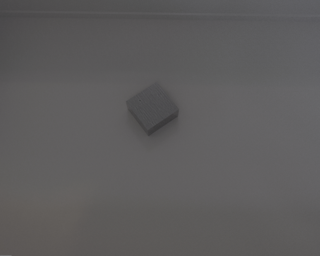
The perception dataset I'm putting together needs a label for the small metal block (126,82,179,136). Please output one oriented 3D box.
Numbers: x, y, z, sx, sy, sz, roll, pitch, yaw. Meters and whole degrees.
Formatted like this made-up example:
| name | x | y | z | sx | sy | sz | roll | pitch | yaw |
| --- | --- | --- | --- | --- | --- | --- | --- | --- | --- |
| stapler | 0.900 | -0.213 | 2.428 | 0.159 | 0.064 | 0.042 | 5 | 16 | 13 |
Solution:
| name | x | y | z | sx | sy | sz | roll | pitch | yaw |
| --- | --- | --- | --- | --- | --- | --- | --- | --- | --- |
| small metal block | -0.010 | -0.026 | 0.419 | 0.050 | 0.025 | 0.050 | -34 | 74 | -12 |
